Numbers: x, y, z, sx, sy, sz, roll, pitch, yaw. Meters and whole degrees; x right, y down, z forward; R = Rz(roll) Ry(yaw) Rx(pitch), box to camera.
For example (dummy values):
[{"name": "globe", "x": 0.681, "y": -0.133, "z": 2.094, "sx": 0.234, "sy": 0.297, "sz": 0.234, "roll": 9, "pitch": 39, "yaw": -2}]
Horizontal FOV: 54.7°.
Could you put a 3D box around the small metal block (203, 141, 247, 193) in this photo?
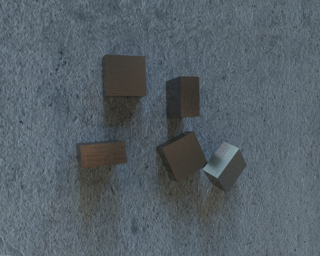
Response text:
[{"name": "small metal block", "x": 0.091, "y": 0.055, "z": 0.430, "sx": 0.050, "sy": 0.025, "sz": 0.050, "roll": -51, "pitch": 139, "yaw": -13}]

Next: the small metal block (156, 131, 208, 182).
[{"name": "small metal block", "x": 0.030, "y": 0.038, "z": 0.420, "sx": 0.050, "sy": 0.025, "sz": 0.050, "roll": -26, "pitch": 99, "yaw": -18}]

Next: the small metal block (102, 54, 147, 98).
[{"name": "small metal block", "x": -0.046, "y": -0.064, "z": 0.392, "sx": 0.050, "sy": 0.025, "sz": 0.050, "roll": -2, "pitch": 91, "yaw": -20}]

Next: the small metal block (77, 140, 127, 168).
[{"name": "small metal block", "x": -0.071, "y": 0.030, "z": 0.369, "sx": 0.050, "sy": 0.050, "sz": 0.025, "roll": -5, "pitch": 92, "yaw": -20}]

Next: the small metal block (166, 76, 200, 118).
[{"name": "small metal block", "x": 0.029, "y": -0.039, "z": 0.406, "sx": 0.025, "sy": 0.050, "sz": 0.050, "roll": -1, "pitch": 91, "yaw": -20}]
